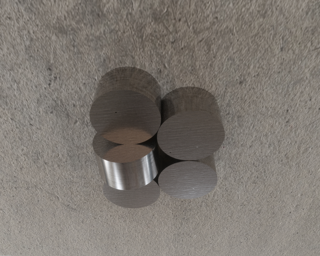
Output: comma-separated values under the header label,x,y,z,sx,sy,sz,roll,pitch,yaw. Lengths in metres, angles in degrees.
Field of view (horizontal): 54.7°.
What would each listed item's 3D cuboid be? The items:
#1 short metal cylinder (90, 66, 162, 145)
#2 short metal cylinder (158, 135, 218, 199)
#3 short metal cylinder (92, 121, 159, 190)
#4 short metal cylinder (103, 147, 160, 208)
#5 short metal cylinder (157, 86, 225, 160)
label,x,y,z,sx,sy,sz,roll,pitch,yaw
short metal cylinder,-0.039,-0.026,0.369,0.080,0.050,0.079,0,131,1
short metal cylinder,0.038,0.056,0.439,0.080,0.050,0.079,0,131,1
short metal cylinder,-0.042,0.033,0.400,0.080,0.080,0.050,-2,130,2
short metal cylinder,-0.039,0.073,0.454,0.080,0.050,0.079,0,131,1
short metal cylinder,0.037,-0.005,0.387,0.081,0.050,0.079,0,131,0
